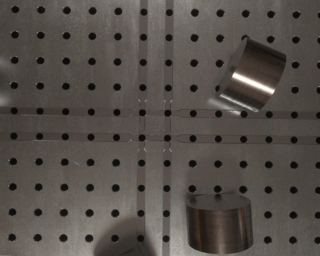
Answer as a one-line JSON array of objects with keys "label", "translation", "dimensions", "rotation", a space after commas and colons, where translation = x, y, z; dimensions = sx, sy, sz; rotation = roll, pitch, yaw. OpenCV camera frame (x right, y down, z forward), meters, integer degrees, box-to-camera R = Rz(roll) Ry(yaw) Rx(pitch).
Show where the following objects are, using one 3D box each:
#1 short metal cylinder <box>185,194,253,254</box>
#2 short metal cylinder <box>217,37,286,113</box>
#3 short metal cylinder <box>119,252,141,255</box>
[{"label": "short metal cylinder", "translation": [0.074, 0.116, 0.387], "dimensions": [0.081, 0.080, 0.050], "rotation": [-4, 90, -1]}, {"label": "short metal cylinder", "translation": [0.112, -0.066, 0.387], "dimensions": [0.050, 0.080, 0.080], "rotation": [24, 90, -1]}, {"label": "short metal cylinder", "translation": [-0.050, 0.200, 0.385], "dimensions": [0.080, 0.080, 0.050], "rotation": [-24, 90, 0]}]
